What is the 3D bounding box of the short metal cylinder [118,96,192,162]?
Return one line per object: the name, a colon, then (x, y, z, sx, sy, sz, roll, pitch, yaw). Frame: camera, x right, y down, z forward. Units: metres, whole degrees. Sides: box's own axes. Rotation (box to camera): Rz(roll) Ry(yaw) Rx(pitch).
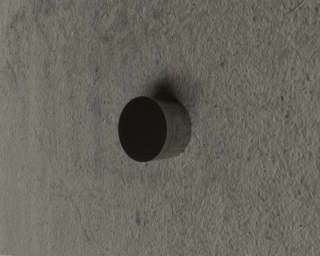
short metal cylinder: (-0.007, 0.001, 0.394, 0.080, 0.050, 0.079, 0, 90, 39)
